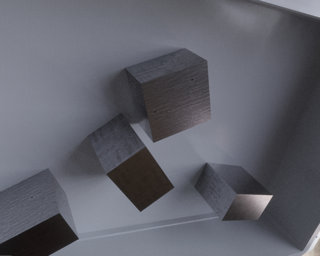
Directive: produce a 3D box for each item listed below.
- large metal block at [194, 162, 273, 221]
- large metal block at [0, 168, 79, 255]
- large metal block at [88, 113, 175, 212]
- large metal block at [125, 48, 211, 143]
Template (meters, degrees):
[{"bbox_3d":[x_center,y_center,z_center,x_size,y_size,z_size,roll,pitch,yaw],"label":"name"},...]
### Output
[{"bbox_3d":[0.117,0.102,0.499,0.081,0.080,0.050,10,113,-33],"label":"large metal block"},{"bbox_3d":[-0.149,0.105,0.356,0.080,0.080,0.050,-27,128,-12],"label":"large metal block"},{"bbox_3d":[-0.036,0.041,0.379,0.050,0.080,0.080,-35,129,-5],"label":"large metal block"},{"bbox_3d":[0.012,-0.040,0.374,0.081,0.050,0.080,-22,127,-15],"label":"large metal block"}]
